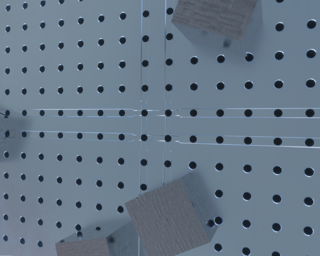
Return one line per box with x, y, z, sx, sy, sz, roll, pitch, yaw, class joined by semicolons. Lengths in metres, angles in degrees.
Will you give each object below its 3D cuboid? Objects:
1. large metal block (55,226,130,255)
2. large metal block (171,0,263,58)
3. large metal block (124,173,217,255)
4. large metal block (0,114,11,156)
-0.089;0.187;0.429;0.080;0.050;0.080;-13;86;19;large metal block
0.069;-0.125;0.359;0.080;0.080;0.050;22;97;18;large metal block
0.015;0.112;0.393;0.080;0.050;0.080;-28;81;17;large metal block
-0.303;0.008;0.504;0.080;0.050;0.080;21;97;18;large metal block
